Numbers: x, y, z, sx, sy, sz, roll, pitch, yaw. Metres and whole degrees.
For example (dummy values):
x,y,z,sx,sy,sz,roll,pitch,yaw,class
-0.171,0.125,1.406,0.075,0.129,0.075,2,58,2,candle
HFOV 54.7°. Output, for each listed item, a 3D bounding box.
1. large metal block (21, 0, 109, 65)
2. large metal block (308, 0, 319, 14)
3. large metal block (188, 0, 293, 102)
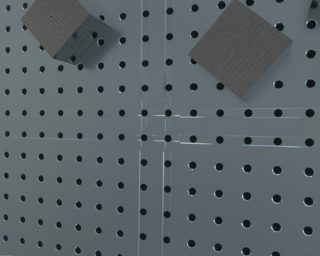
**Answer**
x,y,z,sx,sy,sz,roll,pitch,yaw,class
-0.137,-0.152,0.446,0.080,0.050,0.080,-44,77,14,large metal block
0.207,-0.170,0.327,0.080,0.050,0.079,6,92,19,large metal block
0.094,-0.088,0.366,0.080,0.050,0.080,44,103,14,large metal block
